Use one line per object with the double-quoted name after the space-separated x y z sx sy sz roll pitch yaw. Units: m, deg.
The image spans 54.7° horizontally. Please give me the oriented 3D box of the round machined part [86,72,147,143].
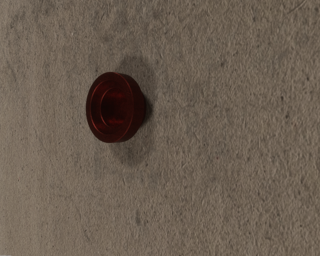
-0.058 -0.028 0.439 0.098 0.042 0.097 0 90 39 "round machined part"
